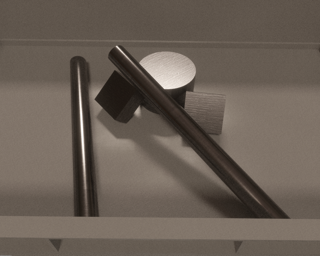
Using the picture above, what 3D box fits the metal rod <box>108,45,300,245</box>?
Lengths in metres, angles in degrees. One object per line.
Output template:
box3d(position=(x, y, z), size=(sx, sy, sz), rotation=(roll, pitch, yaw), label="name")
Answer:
box3d(position=(0.037, 0.005, 0.363), size=(0.025, 0.025, 0.300), rotation=(-33, 69, -25), label="metal rod")

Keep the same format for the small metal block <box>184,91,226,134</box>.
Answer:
box3d(position=(0.057, -0.021, 0.405), size=(0.050, 0.050, 0.025), rotation=(6, 8, 4), label="small metal block")

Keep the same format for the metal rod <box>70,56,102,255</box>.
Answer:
box3d(position=(-0.099, 0.009, 0.396), size=(0.025, 0.025, 0.300), rotation=(-9, 51, -8), label="metal rod")

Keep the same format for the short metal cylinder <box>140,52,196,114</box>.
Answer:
box3d(position=(0.009, -0.065, 0.443), size=(0.081, 0.050, 0.080), rotation=(0, 50, 0), label="short metal cylinder")

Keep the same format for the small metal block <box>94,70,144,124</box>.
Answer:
box3d(position=(-0.054, -0.042, 0.423), size=(0.050, 0.025, 0.050), rotation=(43, 102, 29), label="small metal block")
